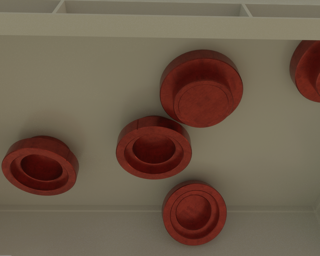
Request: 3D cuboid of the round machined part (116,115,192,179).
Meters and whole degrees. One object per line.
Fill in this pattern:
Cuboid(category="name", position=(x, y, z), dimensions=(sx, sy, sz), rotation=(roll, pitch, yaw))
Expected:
Cuboid(category="round machined part", position=(-0.008, 0.022, 0.417), dimensions=(0.099, 0.042, 0.097), rotation=(-1, 130, 0))

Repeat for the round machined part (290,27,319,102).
Cuboid(category="round machined part", position=(0.202, -0.067, 0.344), dimensions=(0.099, 0.042, 0.097), rotation=(-1, 130, 0))

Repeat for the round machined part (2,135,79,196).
Cuboid(category="round machined part", position=(-0.164, 0.049, 0.437), dimensions=(0.099, 0.042, 0.097), rotation=(-1, 130, 0))

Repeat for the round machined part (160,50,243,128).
Cuboid(category="round machined part", position=(0.049, -0.039, 0.366), dimensions=(0.099, 0.042, 0.097), rotation=(-1, 130, 0))

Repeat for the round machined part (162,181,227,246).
Cuboid(category="round machined part", position=(0.051, 0.130, 0.489), dimensions=(0.099, 0.042, 0.097), rotation=(-1, 95, -6))
